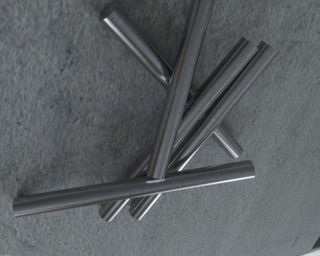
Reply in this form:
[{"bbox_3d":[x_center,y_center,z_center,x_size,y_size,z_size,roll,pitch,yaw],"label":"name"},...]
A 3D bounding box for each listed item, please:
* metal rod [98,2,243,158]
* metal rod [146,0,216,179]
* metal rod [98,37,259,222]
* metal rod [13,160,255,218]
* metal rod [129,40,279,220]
[{"bbox_3d":[0.035,-0.039,0.403,0.025,0.025,0.300,-46,130,3],"label":"metal rod"},{"bbox_3d":[0.032,-0.082,0.347,0.025,0.025,0.298,6,107,-31],"label":"metal rod"},{"bbox_3d":[0.013,0.013,0.399,0.025,0.025,0.299,26,112,-38],"label":"metal rod"},{"bbox_3d":[-0.025,0.076,0.396,0.302,0.025,0.025,-8,123,-9],"label":"metal rod"},{"bbox_3d":[0.047,0.017,0.416,0.025,0.025,0.299,21,116,-36],"label":"metal rod"}]
